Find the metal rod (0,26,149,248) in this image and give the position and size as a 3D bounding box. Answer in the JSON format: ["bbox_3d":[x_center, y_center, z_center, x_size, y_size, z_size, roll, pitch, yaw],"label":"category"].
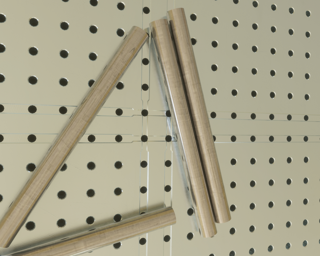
[{"bbox_3d":[-0.103,0.001,0.374,0.025,0.025,0.300,35,79,-17],"label":"metal rod"}]

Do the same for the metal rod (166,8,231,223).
[{"bbox_3d":[0.055,-0.013,0.432,0.025,0.025,0.299,-15,95,-19],"label":"metal rod"}]

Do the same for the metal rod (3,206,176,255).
[{"bbox_3d":[-0.123,0.146,0.367,0.302,0.025,0.025,-12,94,-20],"label":"metal rod"}]

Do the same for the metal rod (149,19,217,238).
[{"bbox_3d":[0.033,0.004,0.424,0.025,0.025,0.299,-16,95,-19],"label":"metal rod"}]
